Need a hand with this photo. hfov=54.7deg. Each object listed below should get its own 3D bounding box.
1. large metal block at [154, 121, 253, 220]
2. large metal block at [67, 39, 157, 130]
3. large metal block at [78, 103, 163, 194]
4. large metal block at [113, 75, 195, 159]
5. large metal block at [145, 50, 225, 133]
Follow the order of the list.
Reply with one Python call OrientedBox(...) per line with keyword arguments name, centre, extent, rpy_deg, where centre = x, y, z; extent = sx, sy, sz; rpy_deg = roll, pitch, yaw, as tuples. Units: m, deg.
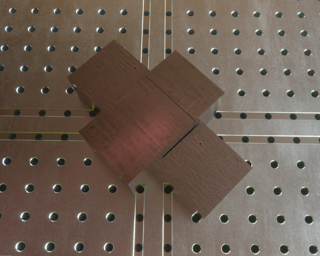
OrientedBox(name="large metal block", centre=(0.050, 0.053, 0.380), extent=(0.080, 0.050, 0.080), rpy_deg=(-42, 76, -13))
OrientedBox(name="large metal block", centre=(-0.061, -0.057, 0.416), extent=(0.080, 0.050, 0.080), rpy_deg=(43, 76, 13))
OrientedBox(name="large metal block", centre=(-0.043, 0.028, 0.372), extent=(0.050, 0.080, 0.080), rpy_deg=(-43, 76, -14))
OrientedBox(name="large metal block", centre=(-0.008, -0.005, 0.385), extent=(0.050, 0.080, 0.080), rpy_deg=(-43, 76, -14))
OrientedBox(name="large metal block", centre=(0.029, -0.038, 0.397), extent=(0.050, 0.080, 0.080), rpy_deg=(-43, 76, -14))
